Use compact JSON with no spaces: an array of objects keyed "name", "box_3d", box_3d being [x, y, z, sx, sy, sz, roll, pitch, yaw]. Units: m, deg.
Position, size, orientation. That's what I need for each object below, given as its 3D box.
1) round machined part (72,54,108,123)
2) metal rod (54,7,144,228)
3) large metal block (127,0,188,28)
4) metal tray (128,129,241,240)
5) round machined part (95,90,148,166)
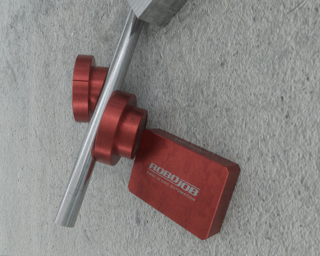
[{"name":"round machined part","box_3d":[-0.097,-0.056,0.449,0.098,0.042,0.097,-175,88,-83]},{"name":"metal rod","box_3d":[-0.073,-0.023,0.404,0.025,0.025,0.299,10,78,39]},{"name":"large metal block","box_3d":[-0.003,-0.189,0.389,0.080,0.050,0.080,-42,65,32]},{"name":"metal tray","box_3d":[0.023,0.063,0.381,0.130,0.030,0.089,24,105,37]},{"name":"round machined part","box_3d":[-0.045,0.003,0.404,0.042,0.098,0.097,16,102,5]}]
